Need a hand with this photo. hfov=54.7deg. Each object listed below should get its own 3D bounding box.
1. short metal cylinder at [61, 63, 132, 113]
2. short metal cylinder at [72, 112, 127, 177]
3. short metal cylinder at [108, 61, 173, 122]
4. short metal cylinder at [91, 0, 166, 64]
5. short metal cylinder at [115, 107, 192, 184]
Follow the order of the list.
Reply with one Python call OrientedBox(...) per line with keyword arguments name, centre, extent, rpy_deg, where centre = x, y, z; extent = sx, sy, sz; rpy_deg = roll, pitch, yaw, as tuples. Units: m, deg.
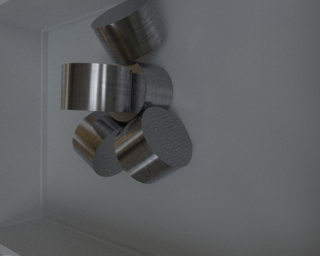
OrientedBox(name="short metal cylinder", centre=(-0.074, -0.045, 0.364), extent=(0.080, 0.081, 0.050), rpy_deg=(4, 93, 40))
OrientedBox(name="short metal cylinder", centre=(-0.072, 0.020, 0.428), extent=(0.050, 0.081, 0.079), rpy_deg=(36, 112, 34))
OrientedBox(name="short metal cylinder", centre=(-0.030, -0.048, 0.412), extent=(0.080, 0.050, 0.080), rpy_deg=(0, 90, 40))
OrientedBox(name="short metal cylinder", centre=(-0.039, -0.125, 0.393), extent=(0.080, 0.080, 0.050), rpy_deg=(5, 136, 40))
OrientedBox(name="short metal cylinder", centre=(-0.007, 0.021, 0.375), extent=(0.050, 0.081, 0.080), rpy_deg=(-36, 68, 35))
